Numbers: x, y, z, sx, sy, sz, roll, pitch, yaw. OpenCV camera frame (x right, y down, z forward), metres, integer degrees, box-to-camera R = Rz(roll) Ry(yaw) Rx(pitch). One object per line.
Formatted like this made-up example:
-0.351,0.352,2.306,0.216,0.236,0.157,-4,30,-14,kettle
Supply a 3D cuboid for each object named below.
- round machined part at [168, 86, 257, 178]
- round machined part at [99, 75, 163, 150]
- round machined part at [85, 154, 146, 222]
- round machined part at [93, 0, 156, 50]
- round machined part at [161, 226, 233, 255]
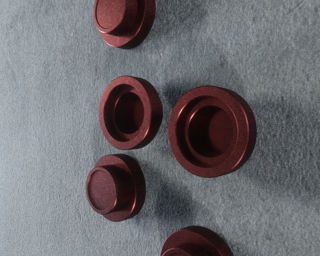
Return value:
0.060,0.004,0.343,0.098,0.042,0.097,0,90,39,round machined part
-0.035,-0.020,0.421,0.098,0.042,0.097,0,90,39,round machined part
-0.070,0.087,0.450,0.098,0.042,0.097,0,90,39,round machined part
-0.057,-0.164,0.438,0.098,0.042,0.097,0,90,39,round machined part
0.037,0.169,0.361,0.098,0.042,0.097,0,90,39,round machined part
